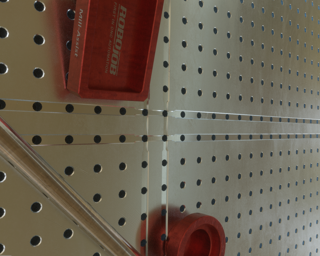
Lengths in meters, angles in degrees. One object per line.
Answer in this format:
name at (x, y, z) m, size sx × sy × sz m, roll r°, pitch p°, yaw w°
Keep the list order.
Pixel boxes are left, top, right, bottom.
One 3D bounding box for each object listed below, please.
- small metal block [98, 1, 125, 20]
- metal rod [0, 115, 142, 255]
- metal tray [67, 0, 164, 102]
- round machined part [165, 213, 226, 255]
small metal block at (-0.056, -0.160, 0.363) m, size 0.050 × 0.025 × 0.050 m, roll 41°, pitch 65°, yaw -33°
metal rod at (-0.087, 0.091, 0.337) m, size 0.025 × 0.025 × 0.299 m, roll -51°, pitch 120°, yaw -28°
metal tray at (-0.048, -0.097, 0.344) m, size 0.091 × 0.030 × 0.129 m, roll -1°, pitch 107°, yaw -40°
round machined part at (0.046, 0.169, 0.439) m, size 0.099 × 0.042 × 0.097 m, roll 0°, pitch 90°, yaw -40°
